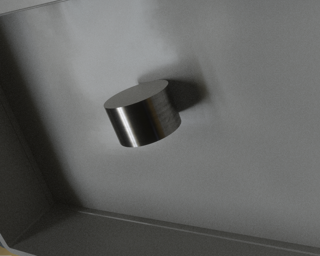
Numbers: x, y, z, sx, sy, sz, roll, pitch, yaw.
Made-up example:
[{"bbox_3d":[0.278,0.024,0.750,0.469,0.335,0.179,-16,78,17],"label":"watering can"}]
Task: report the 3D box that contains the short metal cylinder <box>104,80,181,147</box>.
[{"bbox_3d":[-0.020,-0.019,0.373,0.080,0.080,0.050,-7,115,31],"label":"short metal cylinder"}]
